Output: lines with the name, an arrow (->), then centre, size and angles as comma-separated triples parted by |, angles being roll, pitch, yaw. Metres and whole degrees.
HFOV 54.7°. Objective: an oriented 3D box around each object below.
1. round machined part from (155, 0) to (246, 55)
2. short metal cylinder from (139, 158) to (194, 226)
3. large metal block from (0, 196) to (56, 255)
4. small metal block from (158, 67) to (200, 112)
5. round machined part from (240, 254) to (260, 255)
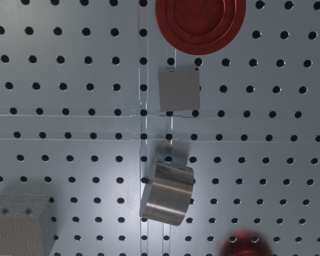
round machined part -> 0.044, -0.135, 0.355 | 0.099, 0.042, 0.097 | 0, 110, 0
short metal cylinder -> 0.008, 0.085, 0.415 | 0.050, 0.080, 0.079 | 17, 109, -6
large metal block -> -0.204, 0.148, 0.453 | 0.081, 0.050, 0.079 | 1, 110, -1
small metal block -> 0.024, -0.050, 0.395 | 0.050, 0.025, 0.050 | -4, 110, 1
round machined part -> 0.147, 0.243, 0.495 | 0.099, 0.042, 0.097 | 0, 110, 0
